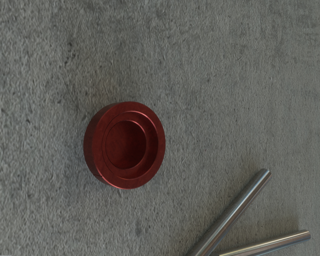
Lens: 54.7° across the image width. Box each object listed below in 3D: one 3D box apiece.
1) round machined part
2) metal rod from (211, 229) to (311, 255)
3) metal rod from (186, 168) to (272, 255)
[{"bbox_3d":[-0.044,0.019,0.358,0.099,0.042,0.097,0,90,-40],"label":"round machined part"},{"bbox_3d":[0.201,0.220,0.577,0.302,0.025,0.025,7,86,-40],"label":"metal rod"},{"bbox_3d":[0.095,0.158,0.487,0.302,0.025,0.025,-36,113,-34],"label":"metal rod"}]
